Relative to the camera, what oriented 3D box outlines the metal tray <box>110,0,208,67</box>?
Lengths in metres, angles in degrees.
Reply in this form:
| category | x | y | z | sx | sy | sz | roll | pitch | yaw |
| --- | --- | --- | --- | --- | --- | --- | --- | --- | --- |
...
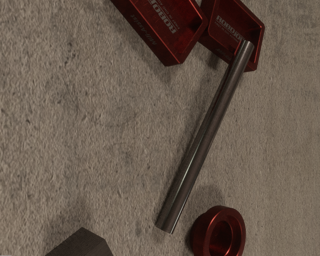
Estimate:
| category | x | y | z | sx | sy | sz | roll | pitch | yaw |
| --- | --- | --- | --- | --- | --- | --- | --- | --- | --- |
| metal tray | 0.002 | -0.157 | 0.404 | 0.130 | 0.030 | 0.090 | 46 | 62 | -31 |

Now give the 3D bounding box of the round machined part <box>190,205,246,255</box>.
| category | x | y | z | sx | sy | sz | roll | pitch | yaw |
| --- | --- | --- | --- | --- | --- | --- | --- | --- | --- |
| round machined part | 0.083 | 0.166 | 0.466 | 0.099 | 0.042 | 0.097 | 0 | 90 | -40 |

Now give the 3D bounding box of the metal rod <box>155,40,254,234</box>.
| category | x | y | z | sx | sy | sz | roll | pitch | yaw |
| --- | --- | --- | --- | --- | --- | --- | --- | --- | --- |
| metal rod | 0.069 | 0.004 | 0.444 | 0.025 | 0.025 | 0.299 | 35 | 75 | -35 |

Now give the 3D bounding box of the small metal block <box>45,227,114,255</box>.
| category | x | y | z | sx | sy | sz | roll | pitch | yaw |
| --- | --- | --- | --- | --- | --- | --- | --- | --- | --- |
| small metal block | -0.084 | 0.134 | 0.319 | 0.050 | 0.050 | 0.025 | -34 | 112 | -35 |

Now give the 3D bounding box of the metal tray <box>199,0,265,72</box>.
| category | x | y | z | sx | sy | sz | roll | pitch | yaw |
| --- | --- | --- | --- | --- | --- | --- | --- | --- | --- |
| metal tray | 0.116 | -0.157 | 0.501 | 0.131 | 0.030 | 0.090 | 24 | 75 | -38 |
